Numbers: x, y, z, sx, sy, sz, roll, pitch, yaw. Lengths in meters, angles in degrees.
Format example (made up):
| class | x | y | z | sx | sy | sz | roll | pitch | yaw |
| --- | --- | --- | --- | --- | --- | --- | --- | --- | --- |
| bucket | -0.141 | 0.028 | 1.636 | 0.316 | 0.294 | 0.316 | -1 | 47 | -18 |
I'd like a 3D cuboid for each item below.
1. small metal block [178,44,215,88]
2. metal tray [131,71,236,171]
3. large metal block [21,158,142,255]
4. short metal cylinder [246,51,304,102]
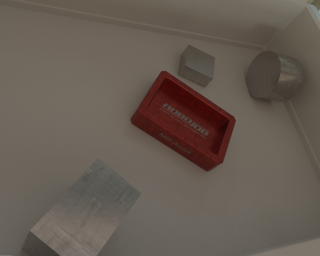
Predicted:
| class | x | y | z | sx | sy | sz | roll | pitch | yaw |
| --- | --- | --- | --- | --- | --- | --- | --- | --- | --- |
| small metal block | 0.060 | -0.100 | 0.501 | 0.050 | 0.025 | 0.050 | 22 | 53 | -15 |
| metal tray | 0.036 | -0.011 | 0.430 | 0.130 | 0.030 | 0.090 | 33 | 51 | -7 |
| large metal block | -0.072 | 0.085 | 0.281 | 0.050 | 0.080 | 0.080 | 40 | 51 | -1 |
| short metal cylinder | 0.195 | -0.088 | 0.532 | 0.050 | 0.080 | 0.080 | 7 | 59 | -25 |
